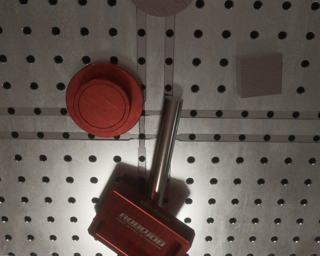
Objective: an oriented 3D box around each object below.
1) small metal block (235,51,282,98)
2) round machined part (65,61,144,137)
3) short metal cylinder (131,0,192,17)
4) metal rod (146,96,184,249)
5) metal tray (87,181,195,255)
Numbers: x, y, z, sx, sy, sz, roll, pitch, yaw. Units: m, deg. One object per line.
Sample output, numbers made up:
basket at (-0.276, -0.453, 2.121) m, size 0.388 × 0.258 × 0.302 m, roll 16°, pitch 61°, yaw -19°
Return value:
small metal block at (0.124, -0.067, 0.390) m, size 0.050 × 0.025 × 0.050 m, roll -7°, pitch 110°, yaw 2°
round machined part at (-0.070, -0.033, 0.391) m, size 0.099 × 0.042 × 0.097 m, roll 0°, pitch 110°, yaw -1°
short metal cylinder at (0.002, -0.164, 0.340) m, size 0.081 × 0.050 × 0.079 m, roll 0°, pitch 110°, yaw -1°
metal rod at (-0.007, 0.100, 0.450) m, size 0.025 × 0.025 × 0.298 m, roll 9°, pitch 110°, yaw -4°
metal tray at (-0.028, 0.148, 0.440) m, size 0.130 × 0.030 × 0.089 m, roll 33°, pitch 113°, yaw 6°
